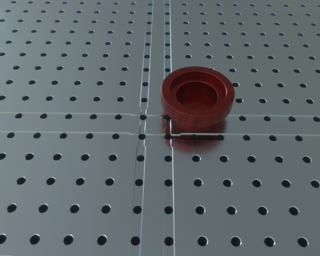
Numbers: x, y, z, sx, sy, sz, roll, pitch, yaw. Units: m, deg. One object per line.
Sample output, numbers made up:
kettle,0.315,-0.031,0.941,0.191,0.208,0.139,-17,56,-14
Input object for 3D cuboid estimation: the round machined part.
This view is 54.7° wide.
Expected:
round machined part,0.050,-0.038,0.430,0.099,0.042,0.098,0,50,0
